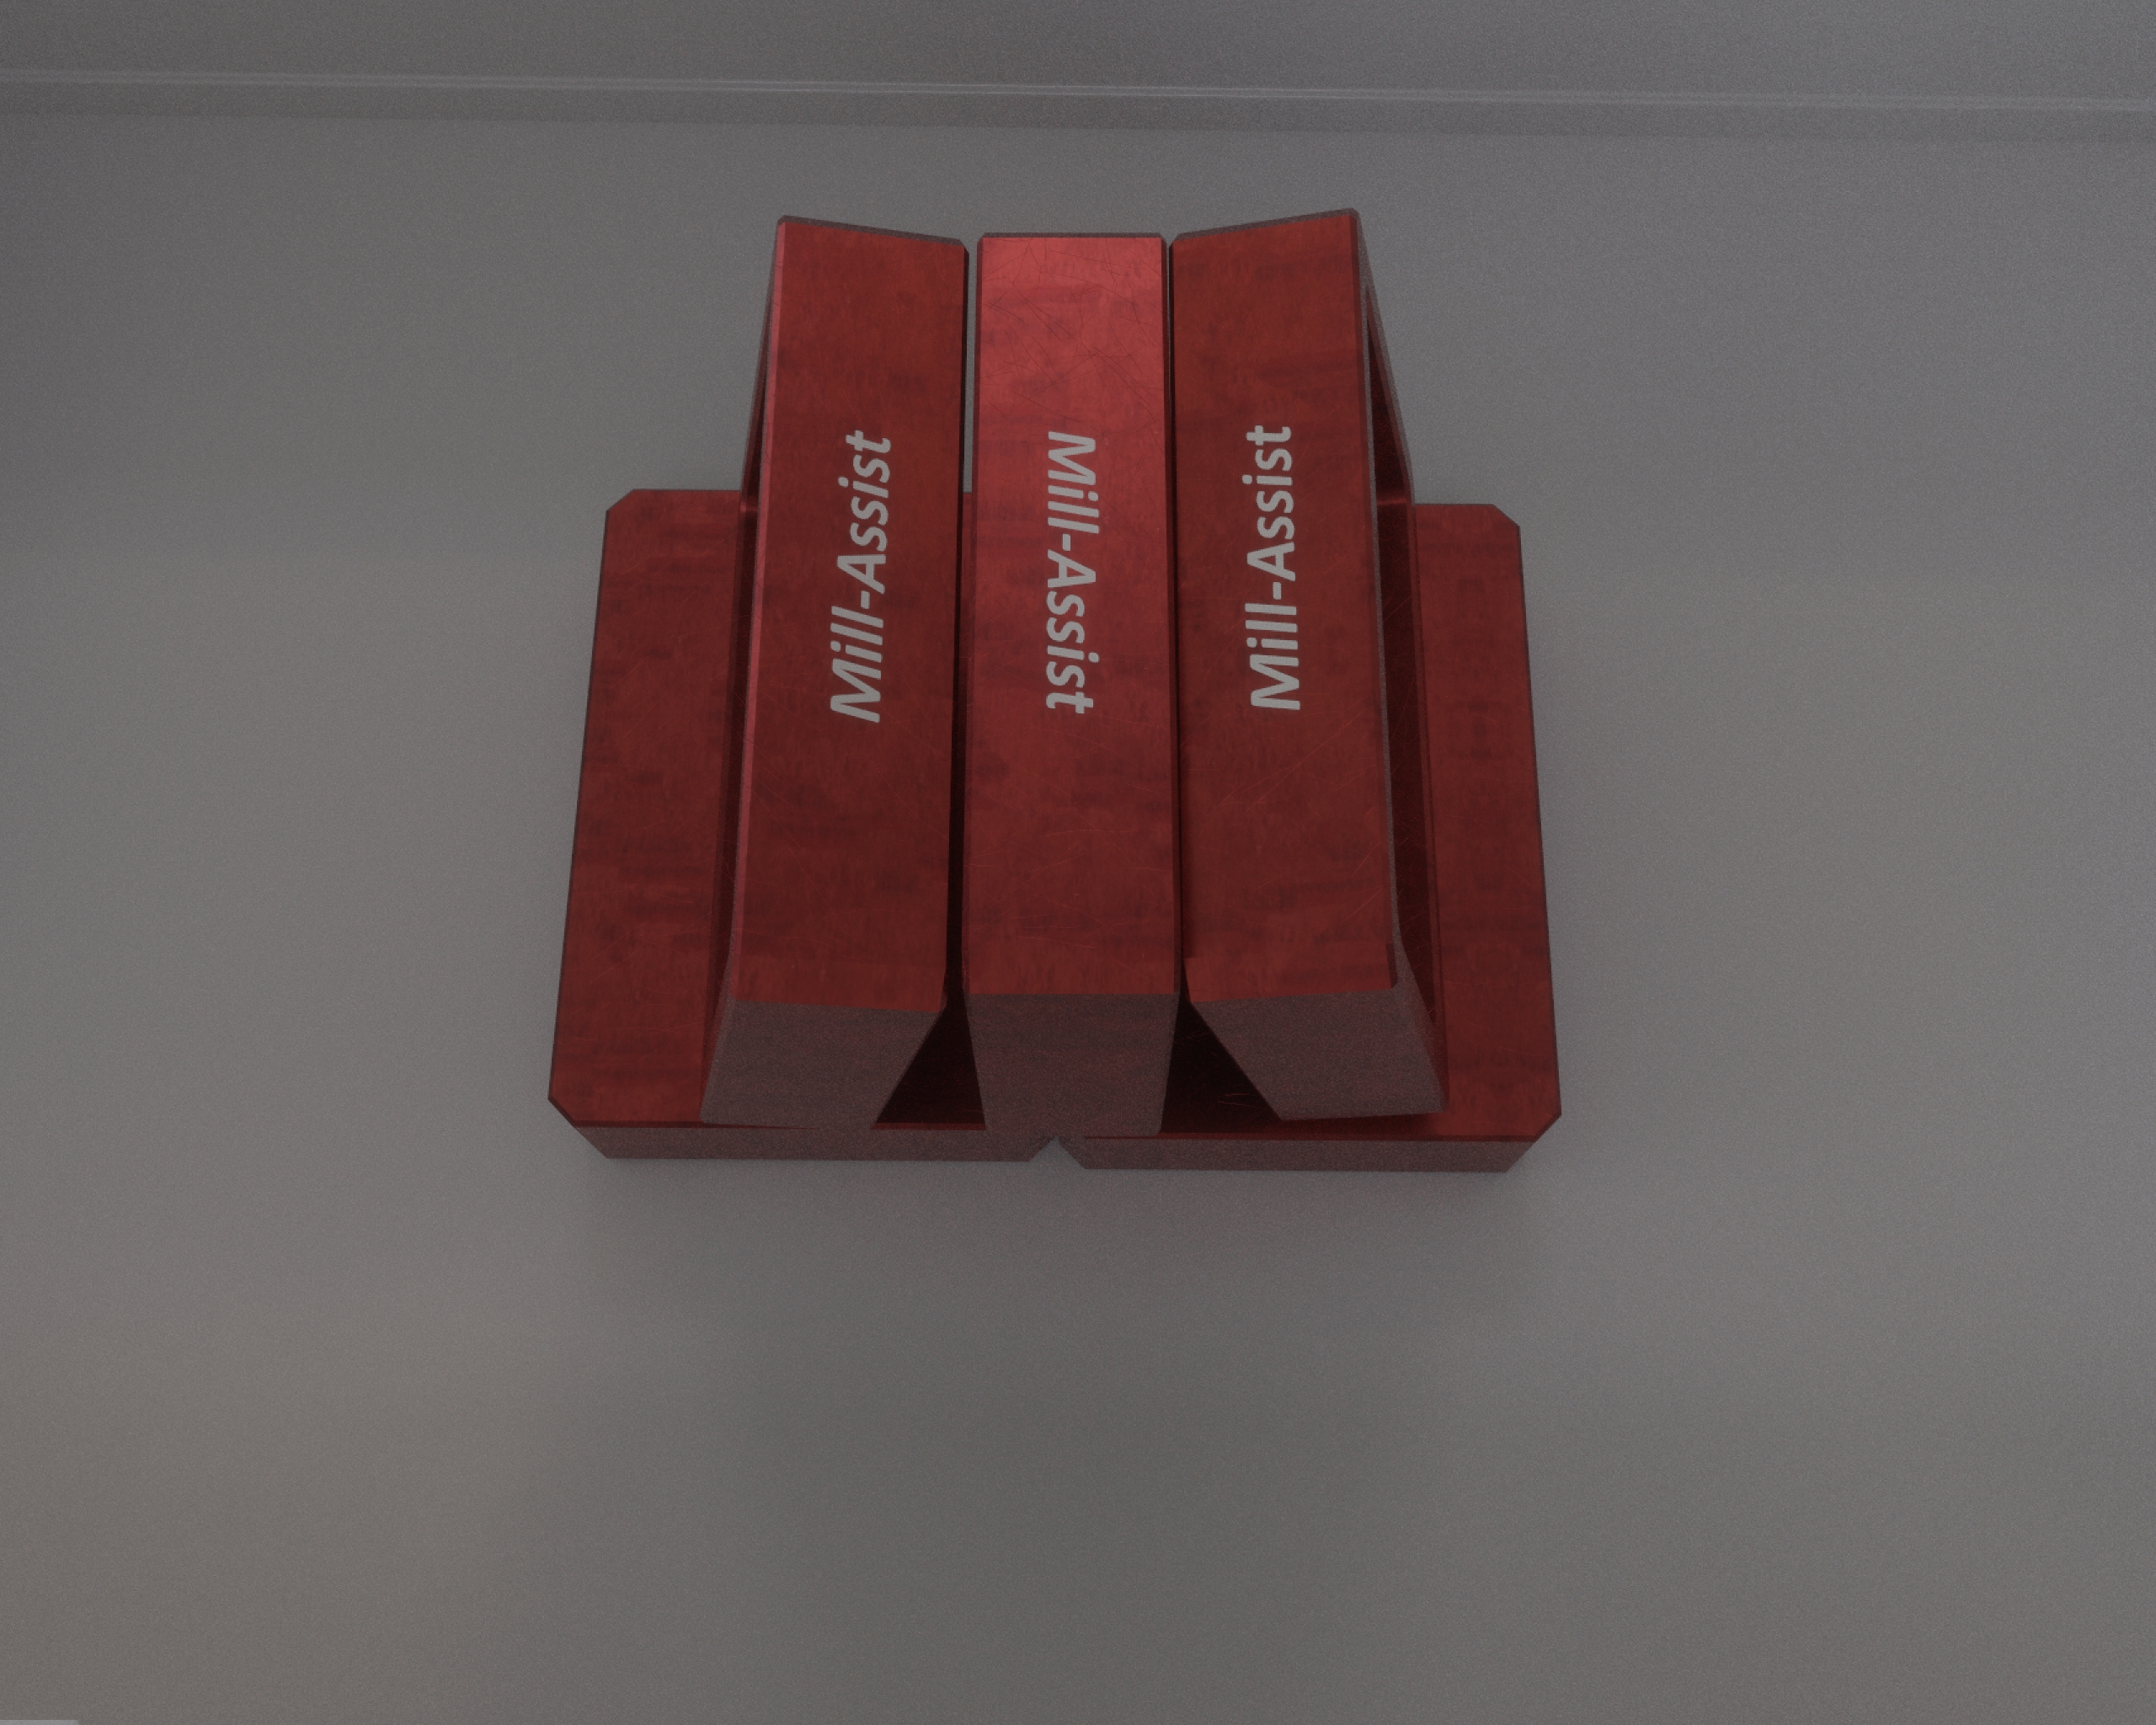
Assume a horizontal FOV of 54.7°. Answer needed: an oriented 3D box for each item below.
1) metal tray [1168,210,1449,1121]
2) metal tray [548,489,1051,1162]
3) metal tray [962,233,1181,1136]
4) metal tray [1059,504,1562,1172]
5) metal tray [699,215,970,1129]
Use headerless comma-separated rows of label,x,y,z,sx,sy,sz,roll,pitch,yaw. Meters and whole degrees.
metal tray,0.040,-0.029,0.350,0.030,0.090,0.130,-5,70,14
metal tray,-0.049,-0.009,0.407,0.091,0.030,0.130,1,70,0
metal tray,-0.001,-0.027,0.350,0.030,0.090,0.130,0,68,0
metal tray,0.042,-0.007,0.408,0.091,0.030,0.130,1,70,0
metal tray,-0.042,-0.028,0.348,0.030,0.090,0.130,5,70,-12
